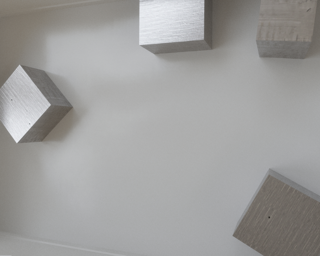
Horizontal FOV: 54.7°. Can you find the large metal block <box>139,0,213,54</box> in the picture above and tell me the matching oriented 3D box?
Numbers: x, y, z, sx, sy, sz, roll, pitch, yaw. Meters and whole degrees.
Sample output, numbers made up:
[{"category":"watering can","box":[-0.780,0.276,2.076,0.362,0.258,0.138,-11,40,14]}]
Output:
[{"category":"large metal block","box":[0.021,-0.141,0.390,0.080,0.050,0.080,1,90,20]}]

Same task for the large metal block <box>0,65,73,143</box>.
[{"category":"large metal block","box":[-0.194,-0.034,0.466,0.080,0.050,0.080,-44,77,14]}]

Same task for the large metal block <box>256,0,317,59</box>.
[{"category":"large metal block","box":[0.136,-0.123,0.333,0.050,0.080,0.079,8,93,20]}]

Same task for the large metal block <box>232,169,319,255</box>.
[{"category":"large metal block","box":[0.140,0.103,0.348,0.080,0.050,0.080,30,100,17]}]
